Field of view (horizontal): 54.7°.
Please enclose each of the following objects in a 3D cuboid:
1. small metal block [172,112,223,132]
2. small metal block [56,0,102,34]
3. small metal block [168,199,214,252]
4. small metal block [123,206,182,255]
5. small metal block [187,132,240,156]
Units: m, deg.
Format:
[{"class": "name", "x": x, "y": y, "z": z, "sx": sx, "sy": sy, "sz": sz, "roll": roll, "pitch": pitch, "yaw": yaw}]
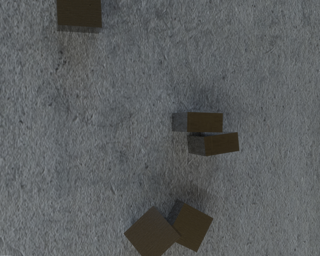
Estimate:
[{"class": "small metal block", "x": 0.049, "y": -0.007, "z": 0.414, "sx": 0.050, "sy": 0.050, "sz": 0.025, "roll": 1, "pitch": 90, "yaw": -20}, {"class": "small metal block", "x": -0.098, "y": -0.144, "z": 0.372, "sx": 0.050, "sy": 0.025, "sz": 0.050, "roll": -3, "pitch": 91, "yaw": -20}, {"class": "small metal block", "x": 0.037, "y": 0.132, "z": 0.423, "sx": 0.050, "sy": 0.025, "sz": 0.050, "roll": 32, "pitch": 80, "yaw": -18}, {"class": "small metal block", "x": -0.008, "y": 0.134, "z": 0.390, "sx": 0.050, "sy": 0.025, "sz": 0.050, "roll": -43, "pitch": 73, "yaw": -5}, {"class": "small metal block", "x": 0.071, "y": 0.020, "z": 0.422, "sx": 0.050, "sy": 0.050, "sz": 0.025, "roll": -7, "pitch": 93, "yaw": -20}]
